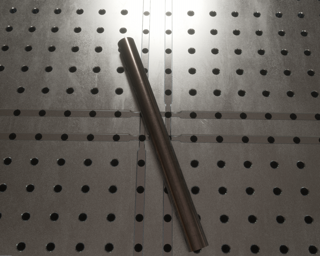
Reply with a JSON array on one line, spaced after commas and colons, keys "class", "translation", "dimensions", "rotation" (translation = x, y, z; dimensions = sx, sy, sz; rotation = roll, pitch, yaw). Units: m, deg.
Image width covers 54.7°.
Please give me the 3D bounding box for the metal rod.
[{"class": "metal rod", "translation": [-0.003, 0.007, 0.408], "dimensions": [0.025, 0.025, 0.299], "rotation": [-17, 71, -7]}]
